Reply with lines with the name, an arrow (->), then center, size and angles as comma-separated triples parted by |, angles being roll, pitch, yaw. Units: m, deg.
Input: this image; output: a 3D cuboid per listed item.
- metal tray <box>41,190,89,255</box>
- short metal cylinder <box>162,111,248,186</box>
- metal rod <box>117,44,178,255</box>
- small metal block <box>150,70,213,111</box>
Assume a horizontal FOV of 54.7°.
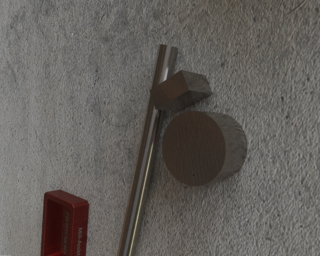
metal tray -> -0.166, 0.181, 0.535 | 0.090, 0.030, 0.129 | 8, 95, 39
short metal cylinder -> 0.049, 0.021, 0.347 | 0.080, 0.050, 0.079 | 0, 90, 39
metal rod -> -0.019, 0.040, 0.418 | 0.025, 0.025, 0.298 | 19, 102, 38
small metal block -> 0.025, -0.042, 0.366 | 0.050, 0.050, 0.025 | -28, 73, 36
